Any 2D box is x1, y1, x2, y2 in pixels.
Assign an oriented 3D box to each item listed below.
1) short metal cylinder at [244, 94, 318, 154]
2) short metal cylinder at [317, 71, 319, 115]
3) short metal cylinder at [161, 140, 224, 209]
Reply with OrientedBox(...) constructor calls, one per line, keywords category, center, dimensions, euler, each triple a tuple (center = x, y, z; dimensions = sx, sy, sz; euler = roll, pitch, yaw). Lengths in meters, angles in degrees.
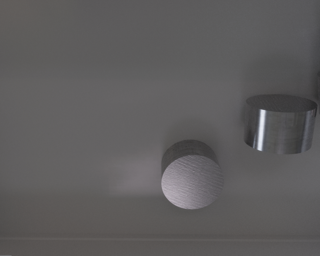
OrientedBox(category="short metal cylinder", center=(0.146, -0.007, 0.380), dimensions=(0.080, 0.080, 0.050), euler=(-2, 110, 0))
OrientedBox(category="short metal cylinder", center=(0.233, -0.044, 0.368), dimensions=(0.080, 0.080, 0.050), euler=(-11, 110, 4))
OrientedBox(category="short metal cylinder", center=(0.042, 0.062, 0.421), dimensions=(0.081, 0.050, 0.079), euler=(0, 110, 0))
